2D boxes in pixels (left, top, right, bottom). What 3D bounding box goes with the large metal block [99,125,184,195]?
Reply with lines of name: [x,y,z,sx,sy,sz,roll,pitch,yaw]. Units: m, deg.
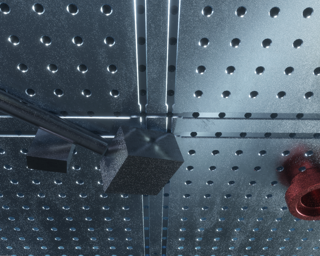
large metal block: [-0.027,0.047,0.421,0.081,0.050,0.080,10,132,-30]

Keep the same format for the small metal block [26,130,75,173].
small metal block: [-0.147,0.032,0.421,0.050,0.050,0.025,9,130,-8]

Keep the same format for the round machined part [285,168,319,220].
round machined part: [0.247,0.101,0.489,0.099,0.042,0.097,0,130,0]

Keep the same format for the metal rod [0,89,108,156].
metal rod: [-0.202,-0.037,0.377,0.301,0.025,0.025,28,125,-22]
